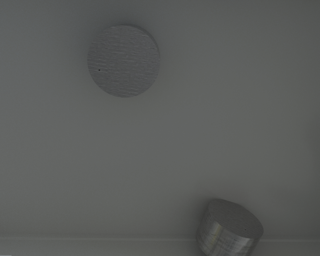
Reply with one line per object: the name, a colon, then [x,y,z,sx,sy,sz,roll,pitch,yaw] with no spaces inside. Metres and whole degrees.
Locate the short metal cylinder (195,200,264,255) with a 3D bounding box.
short metal cylinder: [0.097,0.146,0.437,0.080,0.080,0.050,18,109,-7]

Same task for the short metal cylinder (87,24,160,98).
short metal cylinder: [-0.040,-0.081,0.368,0.081,0.050,0.079,0,110,0]
